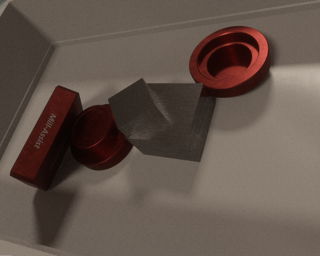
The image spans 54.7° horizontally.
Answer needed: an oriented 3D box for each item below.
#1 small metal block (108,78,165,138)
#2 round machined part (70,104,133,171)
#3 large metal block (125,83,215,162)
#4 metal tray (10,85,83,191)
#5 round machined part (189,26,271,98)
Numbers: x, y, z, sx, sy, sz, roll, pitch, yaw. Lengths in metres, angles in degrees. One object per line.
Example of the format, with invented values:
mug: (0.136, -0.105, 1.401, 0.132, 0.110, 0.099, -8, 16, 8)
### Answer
small metal block: (-0.029, -0.024, 0.371, 0.050, 0.025, 0.050, -31, 52, 8)
round machined part: (-0.086, 0.007, 0.434, 0.098, 0.042, 0.098, -13, 56, 20)
large metal block: (0.015, -0.009, 0.386, 0.080, 0.050, 0.080, 5, 64, 30)
metal tray: (-0.149, 0.017, 0.427, 0.030, 0.090, 0.130, 21, 70, -2)
round machined part: (0.090, -0.079, 0.395, 0.098, 0.042, 0.098, -13, 56, 20)
